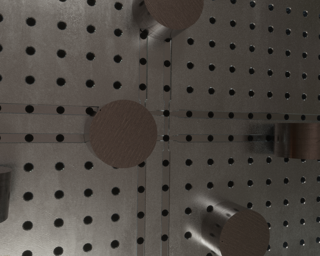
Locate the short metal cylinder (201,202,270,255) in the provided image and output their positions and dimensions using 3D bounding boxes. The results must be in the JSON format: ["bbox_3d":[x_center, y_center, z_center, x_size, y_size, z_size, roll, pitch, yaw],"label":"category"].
[{"bbox_3d":[0.107,0.150,0.441,0.081,0.050,0.079,0,90,-20],"label":"short metal cylinder"}]

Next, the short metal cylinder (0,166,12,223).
[{"bbox_3d":[-0.195,0.066,0.311,0.081,0.080,0.050,5,89,-20],"label":"short metal cylinder"}]

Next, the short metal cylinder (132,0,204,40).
[{"bbox_3d":[0.009,-0.161,0.404,0.081,0.050,0.079,0,90,-21],"label":"short metal cylinder"}]

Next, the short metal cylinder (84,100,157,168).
[{"bbox_3d":[-0.050,0.007,0.382,0.081,0.050,0.079,0,90,-21],"label":"short metal cylinder"}]

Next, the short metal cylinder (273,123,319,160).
[{"bbox_3d":[0.212,0.018,0.464,0.081,0.080,0.050,1,90,-20],"label":"short metal cylinder"}]
